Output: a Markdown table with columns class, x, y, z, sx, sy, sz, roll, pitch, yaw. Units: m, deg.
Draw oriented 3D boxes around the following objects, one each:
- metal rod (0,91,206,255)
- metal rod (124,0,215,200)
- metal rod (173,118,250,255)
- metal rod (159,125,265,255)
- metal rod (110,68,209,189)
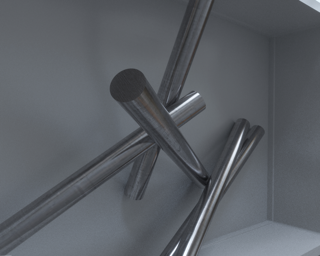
| class | x | y | z | sx | sy | sz | roll | pitch | yaw |
| --- | --- | --- | --- | --- | --- | --- | --- | --- | --- |
| metal rod | -0.075 | 0.053 | 0.295 | 0.301 | 0.025 | 0.025 | -36 | 113 | -18 |
| metal rod | 0.015 | -0.053 | 0.343 | 0.025 | 0.025 | 0.298 | 6 | 111 | -40 |
| metal rod | 0.076 | 0.081 | 0.426 | 0.025 | 0.025 | 0.301 | 60 | 42 | -23 |
| metal rod | 0.091 | 0.087 | 0.465 | 0.302 | 0.025 | 0.025 | -44 | 117 | -38 |
| metal rod | 0.022 | 0.026 | 0.334 | 0.300 | 0.025 | 0.025 | 51 | 55 | -63 |
